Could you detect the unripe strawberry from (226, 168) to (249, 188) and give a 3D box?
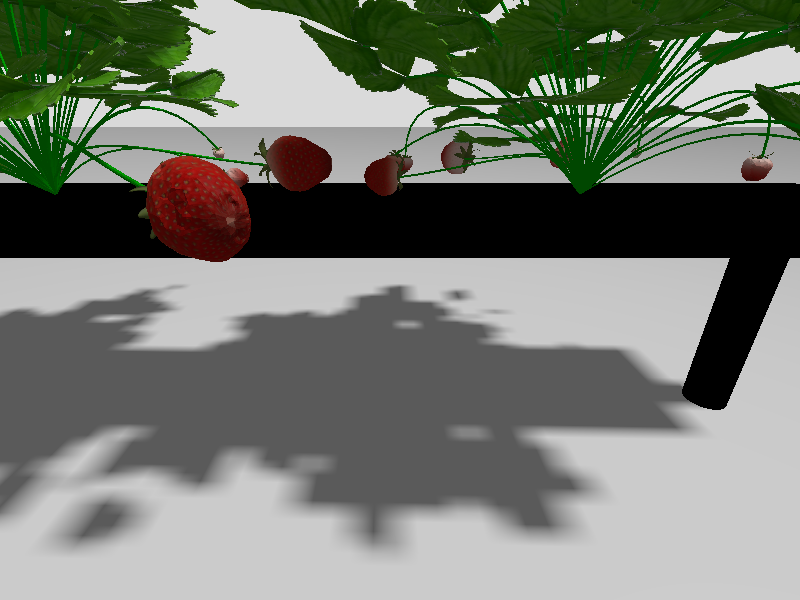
[{"bbox_3d":[-0.146,-0.109,0.359,0.019,0.019,0.021,-1,25,-9],"label":"unripe strawberry"}]

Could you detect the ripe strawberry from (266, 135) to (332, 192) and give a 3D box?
[{"bbox_3d":[-0.084,-0.116,0.340,0.052,0.045,0.052,0,25,-2],"label":"ripe strawberry"}]

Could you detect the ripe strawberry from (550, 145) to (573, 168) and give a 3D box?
[{"bbox_3d":[0.203,-0.179,0.498,0.032,0.027,0.032,7,19,14],"label":"ripe strawberry"}]

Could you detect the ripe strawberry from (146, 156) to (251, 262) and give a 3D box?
[{"bbox_3d":[-0.084,-0.037,0.172,0.044,0.046,0.040,20,31,35],"label":"ripe strawberry"}]

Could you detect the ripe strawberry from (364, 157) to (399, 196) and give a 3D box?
[{"bbox_3d":[-0.015,-0.102,0.330,0.029,0.030,0.026,-2,25,-2],"label":"ripe strawberry"}]

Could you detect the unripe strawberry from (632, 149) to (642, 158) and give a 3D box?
[{"bbox_3d":[0.295,-0.182,0.498,0.011,0.011,0.010,18,30,34],"label":"unripe strawberry"}]

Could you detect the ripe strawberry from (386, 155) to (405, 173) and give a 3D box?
[{"bbox_3d":[-0.006,-0.148,0.442,0.023,0.023,0.025,38,38,18],"label":"ripe strawberry"}]

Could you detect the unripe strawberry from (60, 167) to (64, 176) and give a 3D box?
[{"bbox_3d":[-0.357,-0.134,0.418,0.013,0.014,0.014,-17,29,-32],"label":"unripe strawberry"}]

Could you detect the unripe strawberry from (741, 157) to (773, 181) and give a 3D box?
[{"bbox_3d":[0.359,-0.132,0.405,0.023,0.023,0.025,-8,26,-18],"label":"unripe strawberry"}]

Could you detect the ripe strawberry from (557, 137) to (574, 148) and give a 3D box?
[{"bbox_3d":[0.237,-0.210,0.561,0.034,0.036,0.037,8,25,17],"label":"ripe strawberry"}]

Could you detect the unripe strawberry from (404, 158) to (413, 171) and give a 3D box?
[{"bbox_3d":[0.008,-0.154,0.454,0.015,0.015,0.014,20,31,36],"label":"unripe strawberry"}]

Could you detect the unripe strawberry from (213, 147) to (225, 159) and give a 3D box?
[{"bbox_3d":[-0.269,-0.217,0.597,0.015,0.017,0.017,2,-37,5],"label":"unripe strawberry"}]

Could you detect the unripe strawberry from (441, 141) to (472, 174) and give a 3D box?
[{"bbox_3d":[0.063,-0.161,0.451,0.033,0.038,0.036,-17,29,-32],"label":"unripe strawberry"}]
